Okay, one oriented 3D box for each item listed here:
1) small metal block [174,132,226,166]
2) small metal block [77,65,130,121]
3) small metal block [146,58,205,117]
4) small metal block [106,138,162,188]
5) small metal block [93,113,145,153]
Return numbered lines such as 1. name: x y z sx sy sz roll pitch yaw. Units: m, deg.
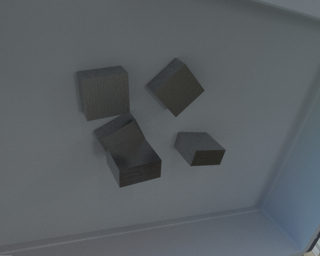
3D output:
1. small metal block: 0.056 0.029 0.440 0.050 0.050 0.025 1 118 -29
2. small metal block: -0.063 -0.040 0.350 0.050 0.025 0.050 -13 124 -21
3. small metal block: 0.020 -0.050 0.388 0.050 0.025 0.050 -43 129 1
4. small metal block: -0.032 0.040 0.367 0.050 0.050 0.025 -11 123 -23
5. small metal block: -0.047 0.015 0.392 0.050 0.025 0.050 -31 129 -9
